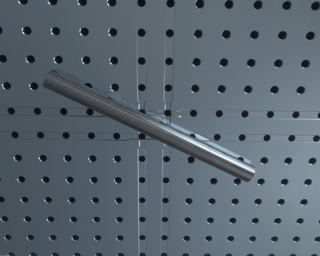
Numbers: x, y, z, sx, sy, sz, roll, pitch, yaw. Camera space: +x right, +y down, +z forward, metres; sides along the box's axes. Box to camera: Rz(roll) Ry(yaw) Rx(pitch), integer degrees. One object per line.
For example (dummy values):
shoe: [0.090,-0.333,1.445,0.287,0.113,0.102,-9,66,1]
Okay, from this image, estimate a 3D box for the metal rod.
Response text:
metal rod: [-0.007,0.001,0.414,0.301,0.025,0.025,26,108,-10]
